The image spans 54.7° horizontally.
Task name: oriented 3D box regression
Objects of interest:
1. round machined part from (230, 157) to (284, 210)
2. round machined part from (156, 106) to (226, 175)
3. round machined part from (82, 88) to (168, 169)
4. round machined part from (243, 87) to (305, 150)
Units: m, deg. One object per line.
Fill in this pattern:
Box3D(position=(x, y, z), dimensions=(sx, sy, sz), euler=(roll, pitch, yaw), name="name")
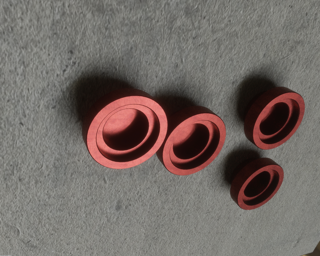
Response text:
Box3D(position=(0.163, 0.092, 0.541), dimensions=(0.099, 0.042, 0.097), euler=(-14, 124, -21), name="round machined part")
Box3D(position=(0.037, 0.013, 0.423), dimensions=(0.099, 0.042, 0.097), euler=(-15, 126, -22), name="round machined part")
Box3D(position=(-0.044, -0.003, 0.370), dimensions=(0.099, 0.042, 0.097), euler=(-14, 124, -21), name="round machined part")
Box3D(position=(0.169, -0.019, 0.476), dimensions=(0.099, 0.042, 0.097), euler=(-14, 124, -21), name="round machined part")
